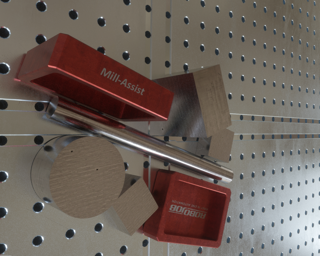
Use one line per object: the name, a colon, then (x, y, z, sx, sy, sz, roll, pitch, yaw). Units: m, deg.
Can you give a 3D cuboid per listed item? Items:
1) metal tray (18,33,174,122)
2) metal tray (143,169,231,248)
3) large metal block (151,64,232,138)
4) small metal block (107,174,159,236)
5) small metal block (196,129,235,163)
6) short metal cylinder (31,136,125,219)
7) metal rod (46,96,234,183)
metal tray: (-0.062, -0.042, 0.313, 0.131, 0.090, 0.030, 23, 76, -38)
metal tray: (0.044, 0.117, 0.442, 0.131, 0.030, 0.090, 23, 76, -38)
large metal block: (0.040, -0.034, 0.408, 0.050, 0.080, 0.080, -24, 105, -38)
small metal block: (-0.036, 0.093, 0.380, 0.050, 0.025, 0.050, -40, 114, -33)
small metal block: (0.086, 0.024, 0.481, 0.050, 0.025, 0.050, 22, 76, -38)
short metal cylinder: (-0.084, 0.048, 0.321, 0.081, 0.050, 0.080, 0, 90, -40)
metal rod: (-0.001, 0.028, 0.408, 0.302, 0.025, 0.025, 24, 75, -37)
